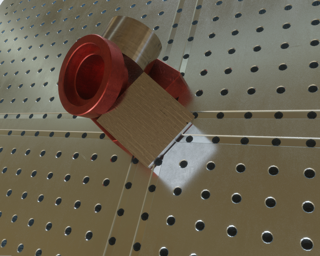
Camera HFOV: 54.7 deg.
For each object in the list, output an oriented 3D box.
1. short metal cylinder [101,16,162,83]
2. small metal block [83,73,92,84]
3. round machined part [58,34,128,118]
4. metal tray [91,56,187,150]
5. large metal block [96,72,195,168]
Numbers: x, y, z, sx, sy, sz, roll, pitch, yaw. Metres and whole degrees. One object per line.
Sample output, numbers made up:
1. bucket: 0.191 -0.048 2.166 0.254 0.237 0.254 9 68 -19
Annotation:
1. short metal cylinder: -0.044 -0.104 0.419 0.080 0.080 0.050 14 69 33
2. small metal block: -0.098 -0.050 0.432 0.025 0.050 0.050 21 73 35
3. round machined part: -0.077 -0.060 0.377 0.098 0.042 0.097 -8 77 38
4. metal tray: -0.036 -0.042 0.449 0.130 0.030 0.090 -47 52 -5
5. large metal block: -0.016 -0.007 0.380 0.080 0.050 0.080 42 85 8
